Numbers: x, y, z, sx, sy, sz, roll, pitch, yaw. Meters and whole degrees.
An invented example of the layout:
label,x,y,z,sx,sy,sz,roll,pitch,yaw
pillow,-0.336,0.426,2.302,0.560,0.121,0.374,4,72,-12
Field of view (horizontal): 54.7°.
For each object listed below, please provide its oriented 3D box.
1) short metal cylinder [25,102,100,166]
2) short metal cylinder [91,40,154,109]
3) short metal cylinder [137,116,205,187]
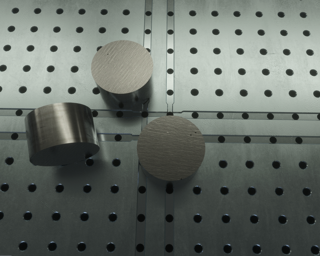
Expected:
label,x,y,z,sx,sy,sz,roll,pitch,yaw
short metal cylinder,-0.119,0.010,0.378,0.081,0.080,0.050,-14,71,-5
short metal cylinder,-0.049,-0.072,0.424,0.081,0.050,0.080,0,70,0
short metal cylinder,0.013,0.031,0.387,0.081,0.050,0.080,0,70,0
